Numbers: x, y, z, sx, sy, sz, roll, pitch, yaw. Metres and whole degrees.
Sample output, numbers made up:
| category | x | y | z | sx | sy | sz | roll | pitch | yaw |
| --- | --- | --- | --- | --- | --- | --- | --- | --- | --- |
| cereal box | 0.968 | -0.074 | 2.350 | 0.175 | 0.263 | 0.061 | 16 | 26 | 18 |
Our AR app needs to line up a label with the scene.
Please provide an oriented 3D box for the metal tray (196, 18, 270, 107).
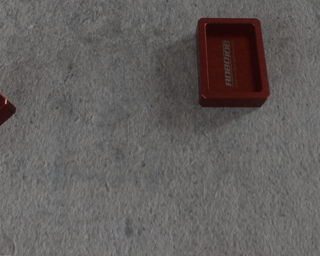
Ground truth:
| category | x | y | z | sx | sy | sz | roll | pitch | yaw |
| --- | --- | --- | --- | --- | --- | --- | --- | --- | --- |
| metal tray | 0.100 | -0.094 | 0.441 | 0.091 | 0.030 | 0.130 | 0 | 70 | -1 |

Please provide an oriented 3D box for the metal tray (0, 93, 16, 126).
| category | x | y | z | sx | sy | sz | roll | pitch | yaw |
| --- | --- | --- | --- | --- | --- | --- | --- | --- | --- |
| metal tray | -0.272 | -0.012 | 0.406 | 0.090 | 0.030 | 0.130 | 40 | 74 | 13 |
